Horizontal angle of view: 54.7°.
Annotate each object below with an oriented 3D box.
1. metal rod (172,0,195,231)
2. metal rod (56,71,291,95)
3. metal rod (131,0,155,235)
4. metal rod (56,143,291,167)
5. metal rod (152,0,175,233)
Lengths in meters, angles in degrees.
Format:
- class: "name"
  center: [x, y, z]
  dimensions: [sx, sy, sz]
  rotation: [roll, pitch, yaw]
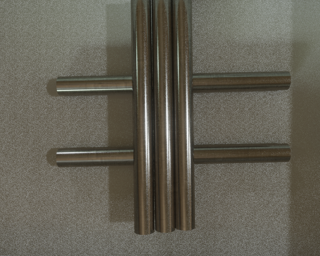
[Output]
- class: "metal rod"
  center: [0.029, -0.026, 0.384]
  dimensions: [0.025, 0.025, 0.298]
  rotation: [-1, 90, 0]
- class: "metal rod"
  center: [0.018, -0.059, 0.410]
  dimensions: [0.302, 0.025, 0.025]
  rotation: [-1, 90, 0]
- class: "metal rod"
  center: [-0.022, -0.021, 0.384]
  dimensions: [0.025, 0.025, 0.298]
  rotation: [-1, 90, 0]
- class: "metal rod"
  center: [0.018, 0.036, 0.410]
  dimensions: [0.302, 0.025, 0.025]
  rotation: [-1, 90, 0]
- class: "metal rod"
  center: [0.004, -0.023, 0.384]
  dimensions: [0.025, 0.025, 0.298]
  rotation: [-1, 90, 0]
